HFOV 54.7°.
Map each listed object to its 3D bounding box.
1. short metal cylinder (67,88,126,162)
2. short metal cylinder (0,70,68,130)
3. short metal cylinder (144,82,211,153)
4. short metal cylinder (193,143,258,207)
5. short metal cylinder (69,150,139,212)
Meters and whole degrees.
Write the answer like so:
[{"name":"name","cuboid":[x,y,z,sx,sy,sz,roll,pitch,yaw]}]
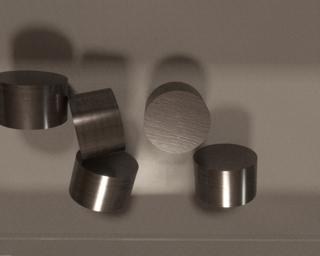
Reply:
[{"name":"short metal cylinder","cuboid":[-0.077,-0.005,0.373,0.050,0.080,0.079,-13,111,-15]},{"name":"short metal cylinder","cuboid":[-0.151,-0.035,0.367,0.081,0.080,0.050,6,110,-3]},{"name":"short metal cylinder","cuboid":[0.020,-0.014,0.393,0.081,0.050,0.079,0,110,-1]},{"name":"short metal cylinder","cuboid":[0.085,0.059,0.405,0.081,0.080,0.050,-4,110,1]},{"name":"short metal cylinder","cuboid":[-0.073,0.063,0.404,0.081,0.080,0.050,15,110,-6]}]
